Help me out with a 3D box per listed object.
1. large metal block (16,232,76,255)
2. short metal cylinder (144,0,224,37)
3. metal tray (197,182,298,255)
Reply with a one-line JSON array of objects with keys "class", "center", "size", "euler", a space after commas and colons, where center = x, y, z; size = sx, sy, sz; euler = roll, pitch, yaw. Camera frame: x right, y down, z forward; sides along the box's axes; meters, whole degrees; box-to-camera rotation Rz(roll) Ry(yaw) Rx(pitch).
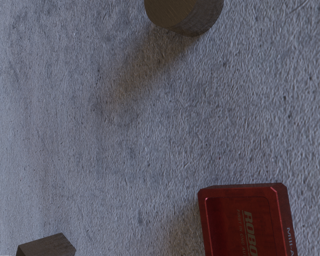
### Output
[{"class": "large metal block", "center": [-0.203, 0.239, 0.537], "size": [0.050, 0.081, 0.079], "euler": [31, 109, 35]}, {"class": "short metal cylinder", "center": [0.028, -0.153, 0.366], "size": [0.080, 0.050, 0.079], "euler": [0, 90, 40]}, {"class": "metal tray", "center": [0.092, 0.126, 0.325], "size": [0.090, 0.030, 0.129], "euler": [-12, 83, 39]}]
